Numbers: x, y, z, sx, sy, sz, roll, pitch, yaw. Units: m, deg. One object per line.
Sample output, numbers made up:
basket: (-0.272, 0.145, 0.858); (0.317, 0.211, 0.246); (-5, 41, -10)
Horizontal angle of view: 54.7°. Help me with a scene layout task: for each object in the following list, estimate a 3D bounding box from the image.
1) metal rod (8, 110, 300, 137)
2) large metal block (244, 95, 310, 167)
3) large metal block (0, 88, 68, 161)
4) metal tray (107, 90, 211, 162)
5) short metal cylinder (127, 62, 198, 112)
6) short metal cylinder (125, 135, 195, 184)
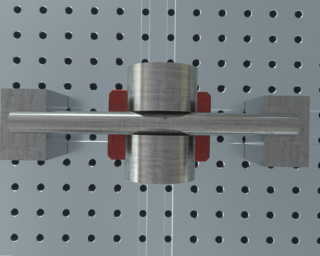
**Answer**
metal rod: (-0.006, -0.005, 0.333); (0.302, 0.025, 0.025); (1, 90, 0)
large metal block: (0.142, 0.003, 0.386); (0.050, 0.080, 0.080); (1, 90, 0)
large metal block: (-0.152, -0.004, 0.383); (0.050, 0.080, 0.080); (1, 90, 0)
metal tray: (-0.001, -0.003, 0.411); (0.131, 0.030, 0.089); (1, 90, 0)
short metal cylinder: (0.003, -0.043, 0.356); (0.081, 0.080, 0.050); (1, 90, 0)
short metal cylinder: (0.000, 0.032, 0.356); (0.081, 0.080, 0.050); (1, 90, 0)
